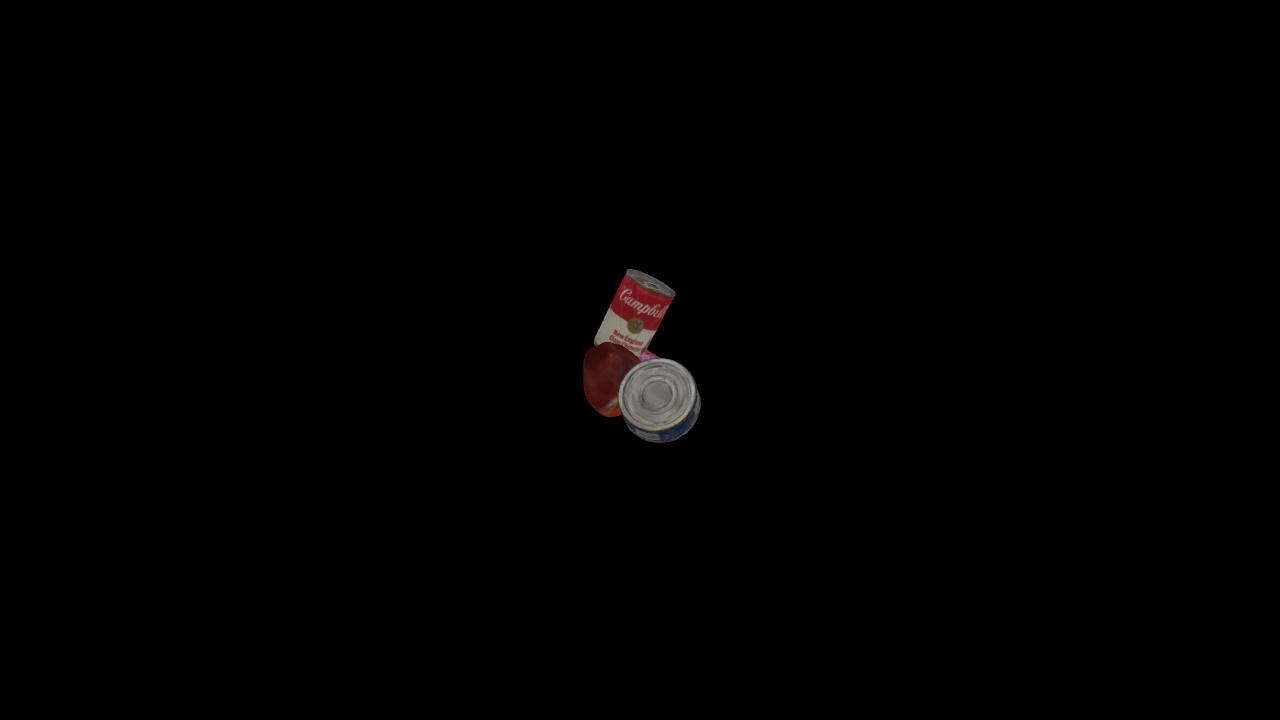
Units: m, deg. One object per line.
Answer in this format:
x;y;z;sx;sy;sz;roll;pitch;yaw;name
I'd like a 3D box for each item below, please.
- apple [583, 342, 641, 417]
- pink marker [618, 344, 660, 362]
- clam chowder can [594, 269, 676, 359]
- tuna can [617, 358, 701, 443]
-0.030;0.024;0.731;0.079;0.093;0.079;-16;-30;-9;apple
0.014;0.001;0.766;0.020;0.020;0.121;0;22;-38;pink marker
-0.008;-0.053;0.769;0.068;0.102;0.068;25;19;-9;clam chowder can
0.019;0.041;0.636;0.084;0.084;0.034;0;-25;12;tuna can
